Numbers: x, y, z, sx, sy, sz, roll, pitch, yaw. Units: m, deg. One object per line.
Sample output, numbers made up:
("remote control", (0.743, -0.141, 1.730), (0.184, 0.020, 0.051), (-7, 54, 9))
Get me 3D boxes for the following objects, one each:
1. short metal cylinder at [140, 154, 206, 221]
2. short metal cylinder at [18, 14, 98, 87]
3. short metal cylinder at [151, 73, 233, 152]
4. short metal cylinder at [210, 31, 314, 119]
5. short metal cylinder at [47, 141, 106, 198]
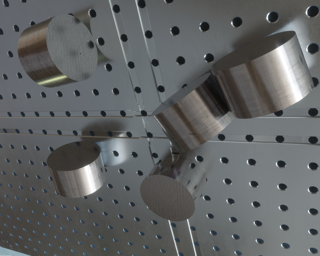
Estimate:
("short metal cylinder", (0.019, 0.084, 0.437), (0.080, 0.050, 0.079), (13, 124, 21))
("short metal cylinder", (-0.124, -0.093, 0.383), (0.050, 0.080, 0.080), (-7, 115, 31))
("short metal cylinder", (0.037, -0.018, 0.345), (0.080, 0.080, 0.050), (-29, 102, 37))
("short metal cylinder", (0.095, -0.051, 0.294), (0.080, 0.080, 0.050), (-16, 110, 34))
("short metal cylinder", (-0.128, 0.063, 0.482), (0.080, 0.080, 0.050), (8, 122, 24))
